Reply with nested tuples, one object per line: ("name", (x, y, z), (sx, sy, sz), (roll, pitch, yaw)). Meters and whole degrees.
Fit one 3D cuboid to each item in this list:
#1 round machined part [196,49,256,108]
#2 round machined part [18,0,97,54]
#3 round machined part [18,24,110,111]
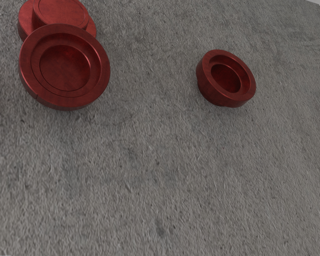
("round machined part", (0.099, -0.073, 0.490), (0.099, 0.042, 0.098), (14, 56, -21))
("round machined part", (-0.132, -0.138, 0.406), (0.099, 0.042, 0.098), (14, 56, -21))
("round machined part", (-0.112, -0.067, 0.362), (0.099, 0.042, 0.098), (6, 77, -27))
